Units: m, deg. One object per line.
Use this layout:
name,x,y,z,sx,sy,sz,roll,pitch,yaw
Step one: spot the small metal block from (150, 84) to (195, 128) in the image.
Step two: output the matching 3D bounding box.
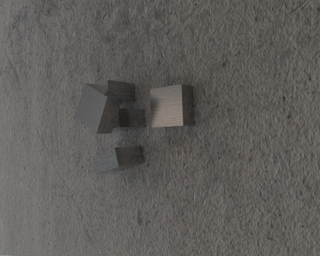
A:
small metal block,0.015,-0.026,0.392,0.050,0.025,0.050,-4,88,40

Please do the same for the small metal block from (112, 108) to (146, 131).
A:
small metal block,-0.056,-0.011,0.435,0.050,0.050,0.025,-9,85,39

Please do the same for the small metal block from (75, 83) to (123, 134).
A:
small metal block,-0.081,-0.026,0.407,0.050,0.025,0.050,31,109,35

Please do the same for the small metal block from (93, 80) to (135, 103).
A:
small metal block,-0.072,-0.050,0.448,0.050,0.050,0.025,-7,86,40

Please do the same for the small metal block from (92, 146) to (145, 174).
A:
small metal block,-0.058,0.045,0.437,0.050,0.050,0.025,-23,76,38
